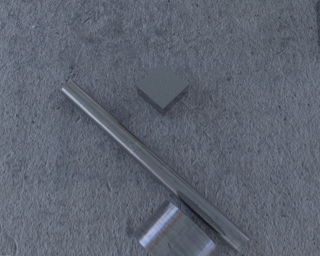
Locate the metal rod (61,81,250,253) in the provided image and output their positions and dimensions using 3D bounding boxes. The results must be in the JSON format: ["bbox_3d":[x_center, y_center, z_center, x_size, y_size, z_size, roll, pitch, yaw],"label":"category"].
[{"bbox_3d":[-0.015,0.040,0.393,0.300,0.025,0.025,41,75,13],"label":"metal rod"}]

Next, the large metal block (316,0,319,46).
[{"bbox_3d":[0.285,-0.165,0.458,0.080,0.050,0.080,7,70,2],"label":"large metal block"}]

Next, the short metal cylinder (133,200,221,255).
[{"bbox_3d":[0.018,0.124,0.334,0.080,0.080,0.050,42,75,13],"label":"short metal cylinder"}]

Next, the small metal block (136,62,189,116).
[{"bbox_3d":[0.003,-0.054,0.428,0.050,0.025,0.050,42,75,13],"label":"small metal block"}]
